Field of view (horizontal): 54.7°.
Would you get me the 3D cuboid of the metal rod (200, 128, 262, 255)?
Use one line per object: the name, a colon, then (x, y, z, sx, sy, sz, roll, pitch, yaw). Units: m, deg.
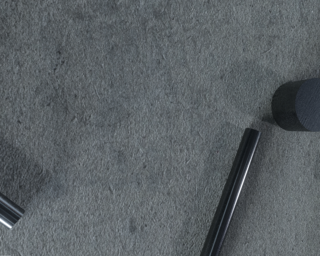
metal rod: (0.085, 0.142, 0.442, 0.025, 0.025, 0.299, 24, 82, -19)

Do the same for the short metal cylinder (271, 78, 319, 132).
short metal cylinder: (0.222, -0.034, 0.480, 0.081, 0.050, 0.079, 0, 90, -20)

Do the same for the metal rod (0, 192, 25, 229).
metal rod: (-0.266, 0.003, 0.310, 0.300, 0.025, 0.025, 44, 76, -15)
